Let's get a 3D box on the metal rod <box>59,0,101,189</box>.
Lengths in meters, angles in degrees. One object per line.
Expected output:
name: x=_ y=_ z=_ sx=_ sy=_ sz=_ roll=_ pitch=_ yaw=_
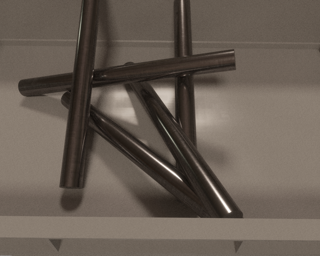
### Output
metal rod: x=-0.097 y=-0.075 z=0.395 sx=0.025 sy=0.025 sz=0.299 roll=1 pitch=72 yaw=0

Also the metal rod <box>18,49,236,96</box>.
metal rod: x=-0.055 y=-0.070 z=0.411 sx=0.301 sy=0.025 sz=0.025 roll=-5 pitch=48 yaw=16

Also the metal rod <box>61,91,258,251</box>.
metal rod: x=-0.024 y=0.029 z=0.358 sx=0.025 sy=0.025 sz=0.300 roll=-37 pitch=53 yaw=-27

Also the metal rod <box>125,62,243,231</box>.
metal rod: x=0.006 y=-0.007 z=0.371 sx=0.025 sy=0.025 sz=0.300 roll=-16 pitch=40 yaw=-14

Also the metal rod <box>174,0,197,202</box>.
metal rod: x=0.032 y=-0.055 z=0.405 sx=0.025 sy=0.025 sz=0.299 roll=1 pitch=64 yaw=0
